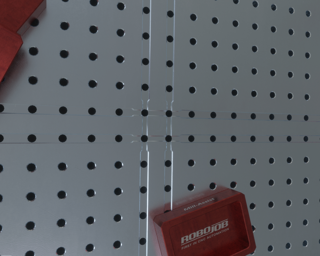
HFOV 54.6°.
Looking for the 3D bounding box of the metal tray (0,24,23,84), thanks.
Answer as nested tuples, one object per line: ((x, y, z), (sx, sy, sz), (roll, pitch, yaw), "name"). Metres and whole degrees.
((-0.210, -0.058, 0.308), (0.090, 0.030, 0.130), (29, 94, -29), "metal tray")

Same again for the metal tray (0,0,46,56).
((-0.200, -0.124, 0.336), (0.090, 0.030, 0.130), (37, 78, -16), "metal tray")

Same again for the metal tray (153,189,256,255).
((0.065, 0.149, 0.433), (0.131, 0.030, 0.090), (-15, 95, -19), "metal tray")
